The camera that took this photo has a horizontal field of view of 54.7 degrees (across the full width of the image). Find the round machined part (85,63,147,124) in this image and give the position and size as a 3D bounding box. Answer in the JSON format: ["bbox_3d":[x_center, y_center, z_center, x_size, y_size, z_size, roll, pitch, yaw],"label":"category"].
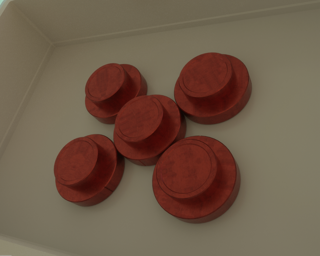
[{"bbox_3d":[-0.072,-0.058,0.465,0.098,0.042,0.098,-13,56,20],"label":"round machined part"}]

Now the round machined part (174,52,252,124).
[{"bbox_3d":[0.063,-0.057,0.394,0.098,0.042,0.098,-13,56,20],"label":"round machined part"}]

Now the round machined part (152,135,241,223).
[{"bbox_3d":[0.035,0.051,0.342,0.098,0.042,0.098,-13,56,20],"label":"round machined part"}]

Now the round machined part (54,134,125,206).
[{"bbox_3d":[-0.100,0.051,0.413,0.098,0.042,0.098,-13,56,20],"label":"round machined part"}]

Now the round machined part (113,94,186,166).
[{"bbox_3d":[-0.019,-0.003,0.403,0.098,0.042,0.098,-13,56,20],"label":"round machined part"}]
